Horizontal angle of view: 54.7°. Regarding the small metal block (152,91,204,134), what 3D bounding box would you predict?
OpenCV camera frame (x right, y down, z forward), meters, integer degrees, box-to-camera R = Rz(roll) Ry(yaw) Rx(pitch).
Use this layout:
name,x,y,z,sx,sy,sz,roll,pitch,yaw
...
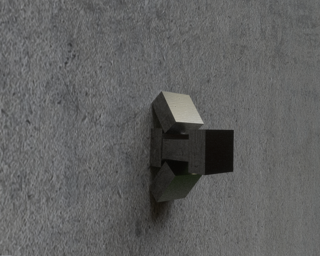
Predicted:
name,x,y,z,sx,sy,sz,roll,pitch,yaw
small metal block,0.023,-0.020,0.412,0.050,0.025,0.050,3,52,-40

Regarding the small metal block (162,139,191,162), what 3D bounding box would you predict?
name,x,y,z,sx,sy,sz,roll,pitch,yaw
small metal block,0.038,0.027,0.391,0.050,0.050,0.025,3,88,-40

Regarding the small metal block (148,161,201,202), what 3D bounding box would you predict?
name,x,y,z,sx,sy,sz,roll,pitch,yaw
small metal block,0.021,0.070,0.410,0.050,0.025,0.050,3,129,-40

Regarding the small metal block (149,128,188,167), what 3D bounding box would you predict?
name,x,y,z,sx,sy,sz,roll,pitch,yaw
small metal block,0.013,0.026,0.420,0.050,0.025,0.050,3,88,-40

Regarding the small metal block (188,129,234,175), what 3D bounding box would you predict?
name,x,y,z,sx,sy,sz,roll,pitch,yaw
small metal block,0.060,0.027,0.361,0.050,0.025,0.050,1,89,-40
